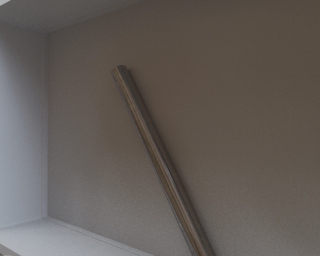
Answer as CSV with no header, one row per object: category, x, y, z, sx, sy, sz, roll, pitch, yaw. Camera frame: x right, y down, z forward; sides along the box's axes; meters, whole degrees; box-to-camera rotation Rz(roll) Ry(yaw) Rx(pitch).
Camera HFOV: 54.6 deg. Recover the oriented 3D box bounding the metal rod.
metal rod,0.000,0.042,0.407,0.025,0.025,0.299,-39,66,33
